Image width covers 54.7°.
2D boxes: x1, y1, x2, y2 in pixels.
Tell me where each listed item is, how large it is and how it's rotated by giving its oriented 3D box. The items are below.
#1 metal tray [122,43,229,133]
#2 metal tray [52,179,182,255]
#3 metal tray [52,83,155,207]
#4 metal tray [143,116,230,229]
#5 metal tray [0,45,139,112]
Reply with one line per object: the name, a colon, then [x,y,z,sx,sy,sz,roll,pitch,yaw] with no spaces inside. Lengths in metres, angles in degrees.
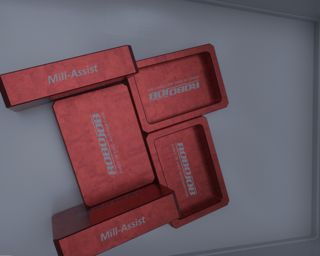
metal tray: [0.021,-0.054,0.415,0.131,0.030,0.089,-18,96,-20]
metal tray: [-0.053,0.101,0.354,0.131,0.090,0.030,-18,97,-19]
metal tray: [-0.068,0.019,0.380,0.091,0.030,0.129,-19,97,-19]
metal tray: [0.034,0.057,0.420,0.091,0.030,0.129,-19,97,-19]
metal tray: [-0.098,-0.052,0.336,0.131,0.090,0.030,-19,97,-19]
